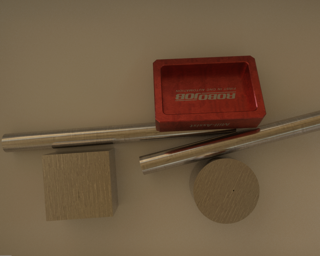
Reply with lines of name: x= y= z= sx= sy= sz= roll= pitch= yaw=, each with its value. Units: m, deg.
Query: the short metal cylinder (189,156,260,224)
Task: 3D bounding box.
short metal cylinder: x=0.080 y=0.076 z=0.400 sx=0.081 sy=0.050 sz=0.079 roll=0 pitch=90 yaw=-1

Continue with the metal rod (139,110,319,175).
metal rod: x=0.123 y=0.011 z=0.397 sx=0.302 sy=0.025 sz=0.025 roll=-14 pitch=90 yaw=2

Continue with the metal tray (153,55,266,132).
metal tray: x=0.058 y=-0.044 z=0.392 sx=0.131 sy=0.030 sz=0.090 roll=-3 pitch=66 yaw=-1

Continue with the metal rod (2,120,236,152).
metal rod: x=-0.052 y=0.008 z=0.410 sx=0.302 sy=0.025 sz=0.025 roll=-4 pitch=90 yaw=-1

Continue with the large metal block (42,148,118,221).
large metal block: x=-0.099 y=0.070 z=0.398 sx=0.081 sy=0.050 sz=0.079 roll=-4 pitch=90 yaw=-1
